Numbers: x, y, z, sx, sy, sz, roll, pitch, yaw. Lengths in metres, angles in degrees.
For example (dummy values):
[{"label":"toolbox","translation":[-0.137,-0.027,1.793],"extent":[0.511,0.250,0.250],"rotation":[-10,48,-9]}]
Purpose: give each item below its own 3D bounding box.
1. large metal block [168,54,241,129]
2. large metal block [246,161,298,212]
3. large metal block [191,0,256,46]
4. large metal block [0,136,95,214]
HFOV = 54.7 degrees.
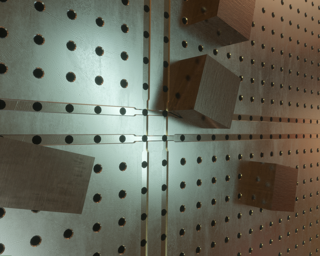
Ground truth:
[{"label":"large metal block","translation":[0.066,-0.049,0.451],"extent":[0.080,0.050,0.080],"rotation":[24,75,-38]},{"label":"large metal block","translation":[0.208,0.108,0.571],"extent":[0.081,0.050,0.080],"rotation":[15,80,-39]},{"label":"large metal block","translation":[0.100,-0.184,0.479],"extent":[0.080,0.050,0.080],"rotation":[19,78,-39]},{"label":"large metal block","translation":[-0.118,0.040,0.275],"extent":[0.080,0.080,0.050],"rotation":[19,78,-39]}]
